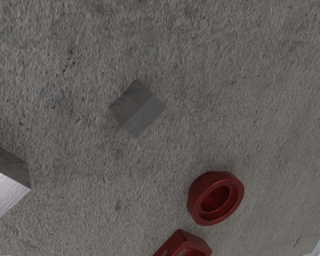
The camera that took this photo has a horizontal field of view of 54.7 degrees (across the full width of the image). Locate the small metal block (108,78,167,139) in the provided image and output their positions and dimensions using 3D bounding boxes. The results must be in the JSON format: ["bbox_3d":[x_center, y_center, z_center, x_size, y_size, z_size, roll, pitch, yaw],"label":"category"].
[{"bbox_3d":[-0.027,-0.024,0.361,0.050,0.050,0.025,-46,129,3],"label":"small metal block"}]

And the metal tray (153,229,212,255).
[{"bbox_3d":[0.024,0.254,0.573,0.130,0.030,0.090,-48,129,5],"label":"metal tray"}]

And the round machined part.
[{"bbox_3d":[0.087,0.111,0.512,0.099,0.042,0.097,-14,124,-21],"label":"round machined part"}]

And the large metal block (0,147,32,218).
[{"bbox_3d":[-0.196,0.057,0.319,0.080,0.050,0.080,-42,130,1],"label":"large metal block"}]
